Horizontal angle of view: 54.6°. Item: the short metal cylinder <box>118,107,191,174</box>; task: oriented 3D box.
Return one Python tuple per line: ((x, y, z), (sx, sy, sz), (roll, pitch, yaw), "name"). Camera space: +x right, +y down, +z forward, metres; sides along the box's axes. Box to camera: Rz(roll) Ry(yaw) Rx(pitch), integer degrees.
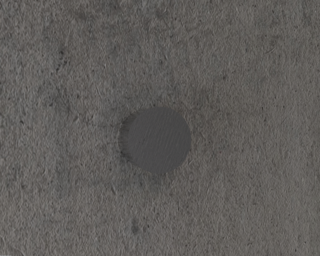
((-0.008, 0.014, 0.393), (0.081, 0.050, 0.080), (0, 90, -20), "short metal cylinder")
